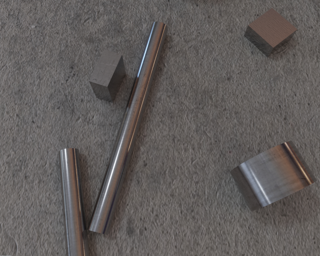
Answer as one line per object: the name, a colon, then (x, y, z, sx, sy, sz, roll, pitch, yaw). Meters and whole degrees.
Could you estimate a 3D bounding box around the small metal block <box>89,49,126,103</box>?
small metal block: (-0.069, -0.069, 0.419, 0.025, 0.050, 0.050, 18, 71, 6)

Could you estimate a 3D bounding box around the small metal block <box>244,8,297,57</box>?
small metal block: (0.164, -0.142, 0.461, 0.050, 0.025, 0.050, -38, 74, -13)

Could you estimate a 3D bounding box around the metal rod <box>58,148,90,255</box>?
metal rod: (-0.089, 0.168, 0.345, 0.025, 0.025, 0.299, -10, 70, -4)

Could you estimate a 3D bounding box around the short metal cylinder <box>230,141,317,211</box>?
short metal cylinder: (0.130, 0.056, 0.359, 0.080, 0.080, 0.050, -23, 72, -8)

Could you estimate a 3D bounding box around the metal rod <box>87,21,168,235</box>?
metal rod: (-0.037, -0.014, 0.412, 0.025, 0.025, 0.299, 13, 70, 5)
